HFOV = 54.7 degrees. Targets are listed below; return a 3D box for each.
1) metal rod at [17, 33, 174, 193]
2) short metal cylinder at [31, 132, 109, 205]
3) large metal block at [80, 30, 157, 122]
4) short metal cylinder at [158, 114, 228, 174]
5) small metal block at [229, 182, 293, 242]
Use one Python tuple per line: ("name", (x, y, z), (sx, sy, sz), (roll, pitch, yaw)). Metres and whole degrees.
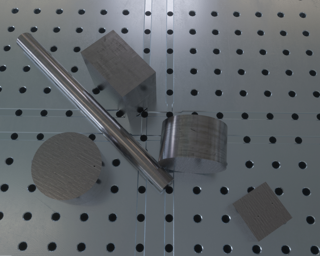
("metal rod", (-0.096, -0.029, 0.421), (0.025, 0.025, 0.300), (-42, 76, -14))
("short metal cylinder", (-0.107, 0.051, 0.379), (0.081, 0.050, 0.080), (0, 70, 0))
("large metal block", (-0.050, -0.065, 0.406), (0.050, 0.080, 0.080), (-40, 75, -13))
("short metal cylinder", (0.040, 0.022, 0.375), (0.080, 0.080, 0.050), (5, 70, 2))
("small metal block", (0.120, 0.101, 0.376), (0.050, 0.025, 0.050), (-30, 73, -11))
